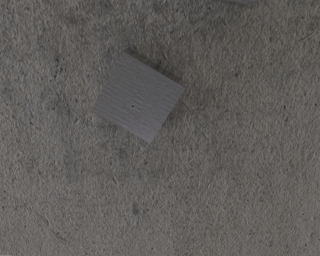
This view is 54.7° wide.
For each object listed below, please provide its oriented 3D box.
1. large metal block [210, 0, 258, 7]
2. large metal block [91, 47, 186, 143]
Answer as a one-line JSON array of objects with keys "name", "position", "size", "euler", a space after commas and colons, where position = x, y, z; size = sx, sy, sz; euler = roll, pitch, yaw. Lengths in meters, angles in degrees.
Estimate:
[{"name": "large metal block", "position": [0.069, -0.179, 0.331], "size": [0.081, 0.050, 0.079], "euler": [10, 110, -4]}, {"name": "large metal block", "position": [-0.026, -0.041, 0.381], "size": [0.080, 0.050, 0.080], "euler": [29, 107, -11]}]
